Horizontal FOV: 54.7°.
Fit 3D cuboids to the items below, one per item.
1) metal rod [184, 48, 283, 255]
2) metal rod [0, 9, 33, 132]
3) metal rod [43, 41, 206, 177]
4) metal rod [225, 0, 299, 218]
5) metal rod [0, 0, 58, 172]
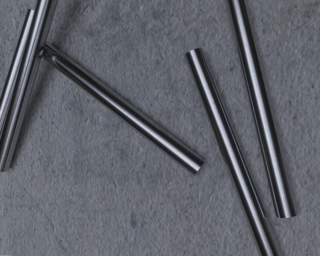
[{"bbox_3d":[0.092,0.044,0.376,0.025,0.025,0.299,-22,83,18],"label":"metal rod"},{"bbox_3d":[-0.242,-0.039,0.492,0.025,0.025,0.298,23,97,18],"label":"metal rod"},{"bbox_3d":[-0.065,-0.036,0.430,0.300,0.025,0.025,37,102,15],"label":"metal rod"},{"bbox_3d":[0.116,-0.045,0.368,0.025,0.025,0.298,-14,86,19],"label":"metal rod"},{"bbox_3d":[-0.199,-0.068,0.457,0.025,0.025,0.298,28,107,17],"label":"metal rod"}]
